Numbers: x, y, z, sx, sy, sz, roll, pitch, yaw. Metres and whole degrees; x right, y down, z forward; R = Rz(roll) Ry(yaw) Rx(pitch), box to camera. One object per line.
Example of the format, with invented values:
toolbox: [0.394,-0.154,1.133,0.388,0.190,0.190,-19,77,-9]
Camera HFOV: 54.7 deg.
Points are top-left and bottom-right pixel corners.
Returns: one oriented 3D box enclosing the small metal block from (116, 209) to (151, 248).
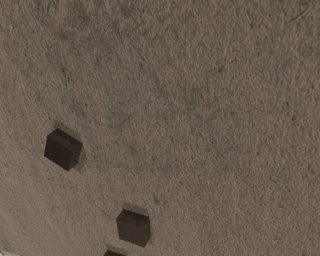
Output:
small metal block: [-0.045,0.173,0.536,0.050,0.025,0.050,11,123,21]

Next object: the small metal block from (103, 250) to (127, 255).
small metal block: [-0.087,0.278,0.623,0.050,0.025,0.050,6,121,24]

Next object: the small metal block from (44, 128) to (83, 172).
small metal block: [-0.160,0.036,0.511,0.050,0.025,0.050,31,128,7]
